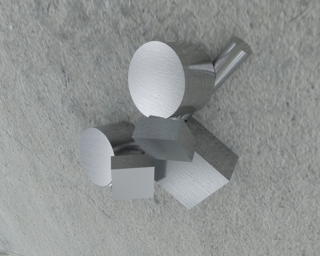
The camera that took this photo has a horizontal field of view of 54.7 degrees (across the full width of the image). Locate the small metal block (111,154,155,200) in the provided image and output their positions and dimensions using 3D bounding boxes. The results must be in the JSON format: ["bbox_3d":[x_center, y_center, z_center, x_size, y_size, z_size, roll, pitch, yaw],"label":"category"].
[{"bbox_3d":[-0.034,0.061,0.382,0.050,0.025,0.050,-3,123,-8],"label":"small metal block"}]

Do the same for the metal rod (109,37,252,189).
[{"bbox_3d":[0.006,0.003,0.405,0.025,0.025,0.298,41,129,-1],"label":"metal rod"}]

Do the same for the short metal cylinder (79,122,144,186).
[{"bbox_3d":[-0.068,0.034,0.429,0.080,0.050,0.079,12,108,41],"label":"short metal cylinder"}]

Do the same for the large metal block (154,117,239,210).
[{"bbox_3d":[0.039,0.046,0.397,0.080,0.050,0.080,41,129,-1],"label":"large metal block"}]

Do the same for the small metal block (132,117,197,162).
[{"bbox_3d":[0.006,0.013,0.331,0.050,0.025,0.050,2,150,27],"label":"small metal block"}]

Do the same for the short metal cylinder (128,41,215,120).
[{"bbox_3d":[0.011,-0.052,0.334,0.080,0.050,0.079,12,108,42],"label":"short metal cylinder"}]
